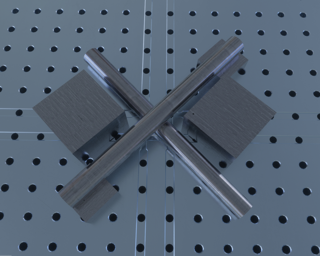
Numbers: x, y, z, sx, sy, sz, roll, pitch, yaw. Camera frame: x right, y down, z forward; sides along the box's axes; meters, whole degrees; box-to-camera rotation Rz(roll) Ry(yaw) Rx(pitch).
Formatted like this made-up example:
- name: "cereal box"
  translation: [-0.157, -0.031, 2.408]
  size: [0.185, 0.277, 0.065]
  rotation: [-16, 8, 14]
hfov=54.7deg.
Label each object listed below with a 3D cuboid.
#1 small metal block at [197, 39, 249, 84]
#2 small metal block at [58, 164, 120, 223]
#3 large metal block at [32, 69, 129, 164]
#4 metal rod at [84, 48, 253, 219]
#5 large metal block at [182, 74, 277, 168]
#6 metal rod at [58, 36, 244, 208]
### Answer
- name: "small metal block"
  translation: [0.089, -0.092, 0.446]
  size: [0.050, 0.025, 0.050]
  rotation: [-42, 76, -14]
- name: "small metal block"
  translation: [-0.086, 0.080, 0.382]
  size: [0.050, 0.025, 0.050]
  rotation: [43, 75, 14]
- name: "large metal block"
  translation: [-0.100, -0.014, 0.403]
  size: [0.080, 0.050, 0.080]
  rotation: [-41, 75, -14]
- name: "metal rod"
  translation: [0.002, -0.002, 0.411]
  size: [0.025, 0.025, 0.300]
  rotation: [-41, 75, -13]
- name: "large metal block"
  translation: [0.087, -0.009, 0.402]
  size: [0.080, 0.050, 0.080]
  rotation: [41, 75, 13]
- name: "metal rod"
  translation: [-0.001, -0.017, 0.391]
  size: [0.301, 0.025, 0.025]
  rotation: [-43, 76, -14]
